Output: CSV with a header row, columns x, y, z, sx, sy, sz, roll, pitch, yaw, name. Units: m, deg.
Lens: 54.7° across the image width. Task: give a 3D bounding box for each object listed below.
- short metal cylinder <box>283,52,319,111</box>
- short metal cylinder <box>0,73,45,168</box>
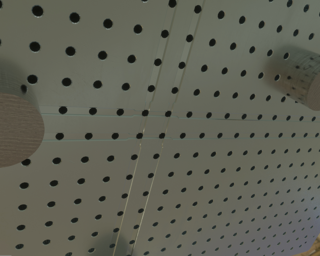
x,y,z,sx,sy,sz,roll,pitch,yaw,name
0.242,-0.073,0.485,0.081,0.050,0.079,-14,125,-21,short metal cylinder
-0.159,-0.008,0.304,0.081,0.050,0.079,-14,124,-21,short metal cylinder
